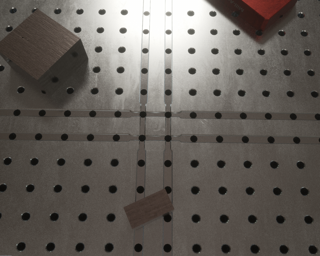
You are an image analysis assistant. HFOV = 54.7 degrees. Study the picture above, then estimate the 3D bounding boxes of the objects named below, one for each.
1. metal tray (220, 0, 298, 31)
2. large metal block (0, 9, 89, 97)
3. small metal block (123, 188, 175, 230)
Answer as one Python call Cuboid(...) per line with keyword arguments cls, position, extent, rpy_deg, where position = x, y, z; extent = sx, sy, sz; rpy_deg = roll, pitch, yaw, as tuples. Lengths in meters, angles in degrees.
Cuboid(cls="metal tray", position=(0.146, -0.225, 0.493), extent=(0.090, 0.030, 0.130), rpy_deg=(-41, 76, -14))
Cuboid(cls="large metal block", position=(-0.163, -0.105, 0.435), extent=(0.080, 0.050, 0.080), rpy_deg=(36, 74, 12))
Cuboid(cls="small metal block", position=(-0.012, 0.096, 0.363), extent=(0.050, 0.050, 0.025), rpy_deg=(-23, 72, -8))
